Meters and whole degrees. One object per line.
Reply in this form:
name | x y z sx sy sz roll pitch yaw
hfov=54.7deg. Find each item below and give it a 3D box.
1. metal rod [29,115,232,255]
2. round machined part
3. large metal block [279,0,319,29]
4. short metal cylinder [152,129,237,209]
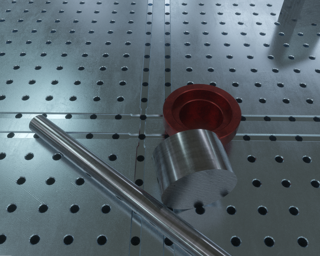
metal rod | -0.045 0.066 0.351 0.300 0.025 0.025 32 57 23
round machined part | 0.053 -0.010 0.406 0.099 0.042 0.098 0 50 0
large metal block | 0.283 -0.241 0.578 0.081 0.080 0.050 -16 52 -13
short metal cylinder | 0.036 0.046 0.334 0.081 0.080 0.050 -9 51 -8
